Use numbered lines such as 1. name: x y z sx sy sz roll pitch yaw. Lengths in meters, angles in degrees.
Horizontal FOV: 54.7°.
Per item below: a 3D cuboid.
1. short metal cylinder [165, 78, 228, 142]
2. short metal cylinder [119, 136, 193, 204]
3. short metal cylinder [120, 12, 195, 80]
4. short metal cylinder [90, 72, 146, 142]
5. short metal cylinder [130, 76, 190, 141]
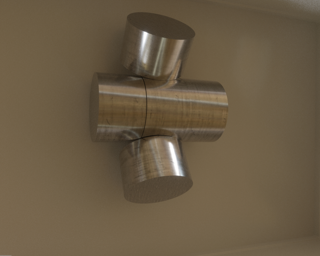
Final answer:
1. short metal cylinder: 0.044 -0.022 0.396 0.050 0.080 0.080 1 90 -20
2. short metal cylinder: -0.006 0.052 0.370 0.081 0.080 0.050 0 56 -20
3. short metal cylinder: -0.004 -0.099 0.370 0.081 0.080 0.050 2 127 -20
4. short metal cylinder: -0.052 -0.023 0.361 0.050 0.080 0.080 1 90 -20
5. short metal cylinder: -0.004 -0.022 0.378 0.050 0.080 0.080 1 90 -20
